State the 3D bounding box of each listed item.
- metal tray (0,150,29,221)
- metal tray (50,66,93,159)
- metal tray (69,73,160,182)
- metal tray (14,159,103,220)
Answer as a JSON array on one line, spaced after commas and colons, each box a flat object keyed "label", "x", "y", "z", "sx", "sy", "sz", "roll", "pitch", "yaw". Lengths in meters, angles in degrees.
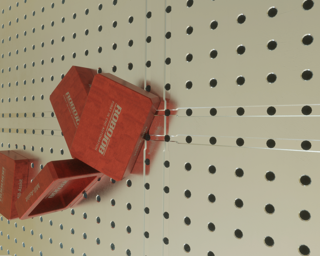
[{"label": "metal tray", "x": -0.325, "y": 0.121, "z": 0.670, "sx": 0.090, "sy": 0.030, "sz": 0.129, "roll": 14, "pitch": 99, "yaw": 38}, {"label": "metal tray", "x": -0.130, "y": -0.026, "z": 0.511, "sx": 0.090, "sy": 0.030, "sz": 0.130, "roll": -41, "pitch": 66, "yaw": 32}, {"label": "metal tray", "x": -0.066, "y": -0.001, "z": 0.437, "sx": 0.090, "sy": 0.030, "sz": 0.129, "roll": 27, "pitch": 108, "yaw": 13}, {"label": "metal tray", "x": -0.161, "y": 0.096, "z": 0.496, "sx": 0.129, "sy": 0.091, "sz": 0.030, "roll": -44, "pitch": 64, "yaw": 31}]
